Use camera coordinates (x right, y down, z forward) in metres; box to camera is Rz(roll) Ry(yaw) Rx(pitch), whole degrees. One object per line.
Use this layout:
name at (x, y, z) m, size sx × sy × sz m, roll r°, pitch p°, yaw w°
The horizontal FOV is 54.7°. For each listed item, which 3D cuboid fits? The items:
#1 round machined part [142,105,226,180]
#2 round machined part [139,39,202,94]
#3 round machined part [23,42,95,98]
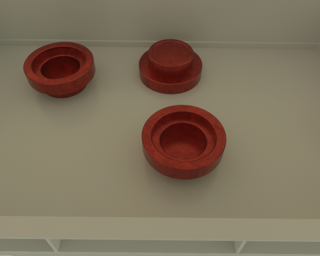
round machined part at (0.028, 0.021, 0.377) m, size 0.099 × 0.042 × 0.098 m, roll 0°, pitch 50°, yaw 0°
round machined part at (0.016, -0.101, 0.479) m, size 0.099 × 0.042 × 0.098 m, roll 0°, pitch 50°, yaw 0°
round machined part at (-0.146, -0.082, 0.461) m, size 0.099 × 0.042 × 0.098 m, roll 0°, pitch 50°, yaw 0°
